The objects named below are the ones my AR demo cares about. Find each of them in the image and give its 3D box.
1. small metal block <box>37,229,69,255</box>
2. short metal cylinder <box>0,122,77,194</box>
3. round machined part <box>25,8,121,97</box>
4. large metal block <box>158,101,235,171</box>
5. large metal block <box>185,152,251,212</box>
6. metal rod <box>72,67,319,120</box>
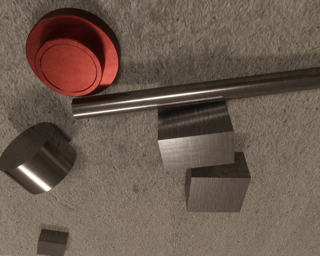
[{"bbox_3d":[-0.205,0.221,0.593,0.050,0.025,0.050,13,129,-11],"label":"small metal block"},{"bbox_3d":[-0.157,0.038,0.401,0.080,0.080,0.050,-22,127,17],"label":"short metal cylinder"},{"bbox_3d":[-0.093,-0.073,0.332,0.099,0.042,0.097,-1,130,0],"label":"round machined part"},{"bbox_3d":[0.041,0.001,0.373,0.080,0.080,0.050,-7,130,6],"label":"large metal block"},{"bbox_3d":[0.082,0.081,0.461,0.081,0.050,0.079,1,130,-2],"label":"large metal block"},{"bbox_3d":[0.051,-0.041,0.359,0.302,0.025,0.025,-7,130,0],"label":"metal rod"}]
